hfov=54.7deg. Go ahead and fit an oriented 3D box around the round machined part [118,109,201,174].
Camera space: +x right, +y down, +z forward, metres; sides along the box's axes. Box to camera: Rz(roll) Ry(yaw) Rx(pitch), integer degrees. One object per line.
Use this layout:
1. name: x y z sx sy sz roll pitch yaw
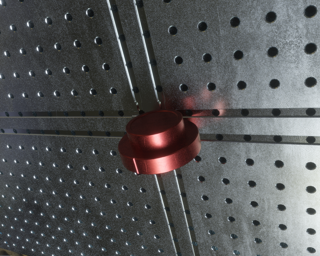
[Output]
1. round machined part: -0.003 0.010 0.370 0.098 0.098 0.042 1 119 27
